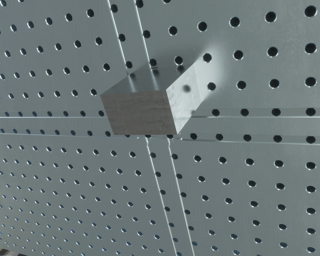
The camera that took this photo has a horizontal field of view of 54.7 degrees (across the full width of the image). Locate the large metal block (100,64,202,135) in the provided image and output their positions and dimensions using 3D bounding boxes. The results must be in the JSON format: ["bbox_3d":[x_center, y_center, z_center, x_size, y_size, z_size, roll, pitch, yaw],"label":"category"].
[{"bbox_3d":[-0.007,-0.033,0.357,0.080,0.080,0.050,-1,118,28],"label":"large metal block"}]
